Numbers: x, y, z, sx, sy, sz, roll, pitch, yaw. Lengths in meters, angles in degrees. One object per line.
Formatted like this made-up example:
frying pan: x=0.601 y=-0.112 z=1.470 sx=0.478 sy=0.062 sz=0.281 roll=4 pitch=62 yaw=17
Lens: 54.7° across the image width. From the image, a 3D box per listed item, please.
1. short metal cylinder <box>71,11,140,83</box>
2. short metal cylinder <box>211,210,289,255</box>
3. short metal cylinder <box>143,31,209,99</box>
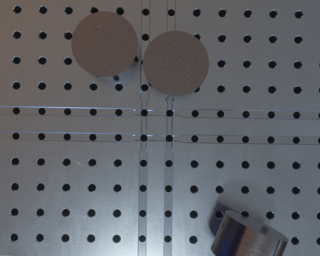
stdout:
short metal cylinder: x=-0.067 y=-0.102 z=0.400 sx=0.081 sy=0.050 sz=0.079 roll=0 pitch=90 yaw=0
short metal cylinder: x=0.111 y=0.144 z=0.387 sx=0.080 sy=0.080 sz=0.050 roll=22 pitch=90 yaw=0
short metal cylinder: x=0.019 y=-0.079 z=0.401 sx=0.081 sy=0.050 sz=0.079 roll=0 pitch=90 yaw=0
